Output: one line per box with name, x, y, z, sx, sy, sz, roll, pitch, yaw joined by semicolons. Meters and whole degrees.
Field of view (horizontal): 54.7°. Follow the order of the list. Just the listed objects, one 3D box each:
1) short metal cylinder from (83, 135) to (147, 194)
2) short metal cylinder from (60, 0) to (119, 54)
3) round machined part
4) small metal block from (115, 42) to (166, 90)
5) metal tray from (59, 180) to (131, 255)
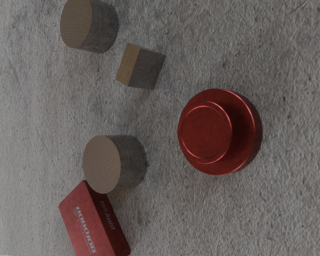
short metal cylinder;-0.065;0.050;0.443;0.080;0.050;0.080;0;90;40
short metal cylinder;-0.110;-0.160;0.479;0.080;0.050;0.080;0;90;40
round machined part;0.059;0.005;0.346;0.098;0.042;0.097;0;90;40
small metal block;-0.025;-0.080;0.409;0.025;0.050;0.050;33;110;35
metal tray;-0.107;0.157;0.490;0.090;0.030;0.130;-44;64;31
